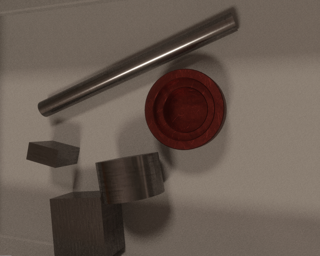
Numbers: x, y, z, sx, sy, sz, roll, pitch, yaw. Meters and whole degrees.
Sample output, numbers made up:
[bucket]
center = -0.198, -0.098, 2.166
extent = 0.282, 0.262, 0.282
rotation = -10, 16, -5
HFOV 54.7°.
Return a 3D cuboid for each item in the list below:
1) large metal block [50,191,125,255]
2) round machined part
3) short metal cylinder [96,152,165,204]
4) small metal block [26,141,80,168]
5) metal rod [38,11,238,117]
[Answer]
[large metal block]
center = -0.100, 0.132, 0.430
extent = 0.080, 0.050, 0.080
rotation = -7, 88, 21
[round machined part]
center = 0.034, -0.022, 0.389
extent = 0.098, 0.042, 0.097
rotation = 0, 90, 19
[short metal cylinder]
center = -0.038, 0.062, 0.394
extent = 0.080, 0.080, 0.050
rotation = -11, 87, 19
[small metal block]
center = -0.154, 0.037, 0.450
extent = 0.050, 0.050, 0.025
rotation = 12, 94, 19
[metal rod]
center = -0.043, -0.079, 0.424
extent = 0.300, 0.025, 0.025
rotation = -21, 83, 18
